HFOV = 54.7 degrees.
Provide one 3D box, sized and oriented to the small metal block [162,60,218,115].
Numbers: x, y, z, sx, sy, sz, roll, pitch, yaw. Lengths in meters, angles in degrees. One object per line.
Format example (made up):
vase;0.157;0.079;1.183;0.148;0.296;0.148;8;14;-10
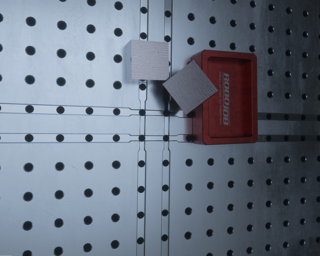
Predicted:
small metal block;0.040;-0.052;0.405;0.050;0.025;0.050;-38;85;7

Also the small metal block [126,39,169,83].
small metal block;-0.016;-0.087;0.407;0.050;0.025;0.050;-1;91;-20

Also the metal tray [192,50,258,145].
metal tray;0.094;-0.042;0.446;0.091;0.030;0.129;-1;91;-21
